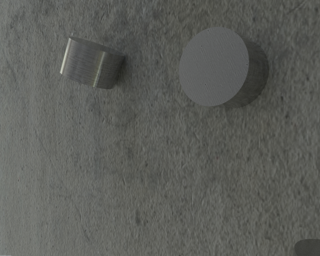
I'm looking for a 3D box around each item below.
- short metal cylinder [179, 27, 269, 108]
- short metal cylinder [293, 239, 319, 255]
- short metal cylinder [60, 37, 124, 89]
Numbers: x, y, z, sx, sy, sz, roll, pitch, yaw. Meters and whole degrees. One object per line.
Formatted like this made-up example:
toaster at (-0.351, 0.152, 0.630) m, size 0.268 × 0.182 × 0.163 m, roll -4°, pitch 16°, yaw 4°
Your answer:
short metal cylinder at (0.068, -0.062, 0.332) m, size 0.080 × 0.050 × 0.079 m, roll 0°, pitch 90°, yaw 39°
short metal cylinder at (0.146, 0.133, 0.249) m, size 0.080 × 0.081 × 0.050 m, roll 15°, pitch 100°, yaw 38°
short metal cylinder at (-0.097, -0.094, 0.447) m, size 0.080 × 0.081 × 0.050 m, roll 32°, pitch 110°, yaw 35°
